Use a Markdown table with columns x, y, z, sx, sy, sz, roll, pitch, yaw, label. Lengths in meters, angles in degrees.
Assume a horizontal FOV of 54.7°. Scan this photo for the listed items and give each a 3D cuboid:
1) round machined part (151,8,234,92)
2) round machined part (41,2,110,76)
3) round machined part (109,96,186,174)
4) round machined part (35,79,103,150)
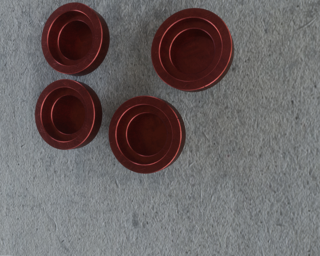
| x | y | z | sx | sy | sz | roll | pitch | yaw | label |
| --- | --- | --- | --- | --- | --- | --- | --- | --- | --- |
| 0.042 | -0.093 | 0.385 | 0.098 | 0.042 | 0.097 | 0 | 90 | 20 | round machined part |
| -0.114 | -0.122 | 0.440 | 0.098 | 0.042 | 0.097 | 0 | 90 | 20 | round machined part |
| -0.013 | 0.008 | 0.405 | 0.098 | 0.042 | 0.097 | 0 | 90 | 20 | round machined part |
| -0.125 | -0.019 | 0.444 | 0.098 | 0.042 | 0.097 | 0 | 90 | 20 | round machined part |
